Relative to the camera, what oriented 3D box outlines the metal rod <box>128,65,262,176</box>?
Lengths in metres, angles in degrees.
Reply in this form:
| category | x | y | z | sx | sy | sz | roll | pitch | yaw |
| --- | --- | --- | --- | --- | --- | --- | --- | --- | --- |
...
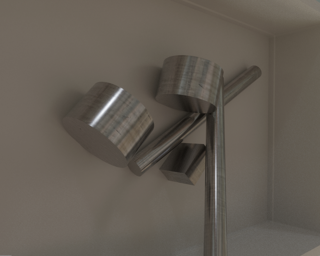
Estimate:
| category | x | y | z | sx | sy | sz | roll | pitch | yaw |
| --- | --- | --- | --- | --- | --- | --- | --- | --- | --- |
| metal rod | 0.069 | -0.025 | 0.466 | 0.302 | 0.025 | 0.025 | -37 | 113 | -34 |

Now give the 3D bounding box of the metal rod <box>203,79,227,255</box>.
| category | x | y | z | sx | sy | sz | roll | pitch | yaw |
| --- | --- | --- | --- | --- | --- | --- | --- | --- | --- |
| metal rod | 0.069 | 0.050 | 0.387 | 0.025 | 0.025 | 0.300 | 35 | 47 | -35 |

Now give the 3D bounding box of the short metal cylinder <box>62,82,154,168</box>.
| category | x | y | z | sx | sy | sz | roll | pitch | yaw |
| --- | --- | --- | --- | --- | --- | --- | --- | --- | --- |
| short metal cylinder | -0.054 | -0.002 | 0.327 | 0.080 | 0.080 | 0.050 | 50 | 60 | -29 |

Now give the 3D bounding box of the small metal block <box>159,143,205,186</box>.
| category | x | y | z | sx | sy | sz | roll | pitch | yaw |
| --- | --- | --- | --- | --- | --- | --- | --- | --- | --- |
| small metal block | 0.035 | 0.048 | 0.422 | 0.025 | 0.050 | 0.050 | 53 | 59 | -27 |

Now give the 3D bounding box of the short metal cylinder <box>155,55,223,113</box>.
| category | x | y | z | sx | sy | sz | roll | pitch | yaw |
| --- | --- | --- | --- | --- | --- | --- | --- | --- | --- |
| short metal cylinder | 0.039 | -0.055 | 0.405 | 0.080 | 0.080 | 0.050 | 20 | 78 | -39 |
